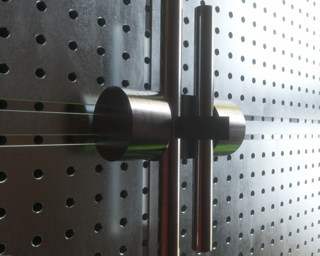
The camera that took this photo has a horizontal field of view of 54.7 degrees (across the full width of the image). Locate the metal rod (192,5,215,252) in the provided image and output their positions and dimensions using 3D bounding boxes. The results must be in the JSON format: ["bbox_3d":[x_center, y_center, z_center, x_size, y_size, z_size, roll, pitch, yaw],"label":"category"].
[{"bbox_3d":[0.054,0.000,0.385,0.025,0.025,0.298,1,89,-40],"label":"metal rod"}]

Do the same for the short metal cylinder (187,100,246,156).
[{"bbox_3d":[0.069,0.000,0.426,0.050,0.080,0.079,1,90,-39],"label":"short metal cylinder"}]

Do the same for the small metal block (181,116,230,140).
[{"bbox_3d":[0.049,0.000,0.348,0.050,0.050,0.025,1,90,4],"label":"small metal block"}]

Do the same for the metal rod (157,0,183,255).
[{"bbox_3d":[0.011,0.002,0.350,0.025,0.025,0.298,1,89,-40],"label":"metal rod"}]

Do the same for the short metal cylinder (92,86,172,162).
[{"bbox_3d":[-0.033,-0.004,0.342,0.050,0.080,0.079,2,89,-40],"label":"short metal cylinder"}]

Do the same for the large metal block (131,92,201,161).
[{"bbox_3d":[0.008,-0.002,0.395,0.081,0.050,0.079,1,90,-40],"label":"large metal block"}]
